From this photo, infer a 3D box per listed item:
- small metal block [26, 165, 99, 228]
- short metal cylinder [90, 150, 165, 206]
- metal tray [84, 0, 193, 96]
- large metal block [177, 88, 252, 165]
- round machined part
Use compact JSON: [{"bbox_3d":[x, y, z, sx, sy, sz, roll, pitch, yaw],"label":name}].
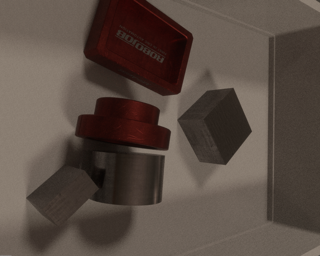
[{"bbox_3d":[-0.098,0.065,0.309,0.050,0.050,0.025,-45,117,-29],"label":"small metal block"},{"bbox_3d":[-0.036,0.052,0.342,0.081,0.080,0.050,7,86,-40],"label":"short metal cylinder"},{"bbox_3d":[-0.020,-0.104,0.387,0.131,0.030,0.090,22,76,-38],"label":"metal tray"},{"bbox_3d":[0.084,-0.003,0.463,0.080,0.050,0.080,-44,117,-31],"label":"large metal block"},{"bbox_3d":[-0.037,-0.004,0.330,0.099,0.098,0.042,14,81,-40],"label":"round machined part"}]
